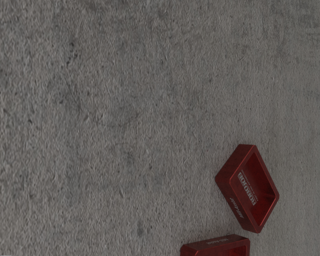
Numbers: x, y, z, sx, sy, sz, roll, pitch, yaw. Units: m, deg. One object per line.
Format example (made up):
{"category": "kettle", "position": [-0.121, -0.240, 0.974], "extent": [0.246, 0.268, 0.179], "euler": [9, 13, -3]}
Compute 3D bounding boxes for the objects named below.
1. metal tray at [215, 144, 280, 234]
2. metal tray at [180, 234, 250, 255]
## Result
{"category": "metal tray", "position": [0.153, 0.103, 0.528], "extent": [0.090, 0.030, 0.130], "euler": [-46, 118, -30]}
{"category": "metal tray", "position": [0.086, 0.219, 0.472], "extent": [0.131, 0.030, 0.089], "euler": [7, 86, -40]}
